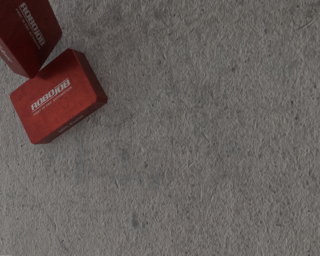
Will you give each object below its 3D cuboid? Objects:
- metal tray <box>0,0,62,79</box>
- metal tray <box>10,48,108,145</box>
[{"bbox_3d":[-0.178,-0.135,0.400,0.030,0.130,0.090,21,70,8],"label":"metal tray"},{"bbox_3d":[-0.152,-0.044,0.460,0.130,0.030,0.090,-32,80,17],"label":"metal tray"}]
